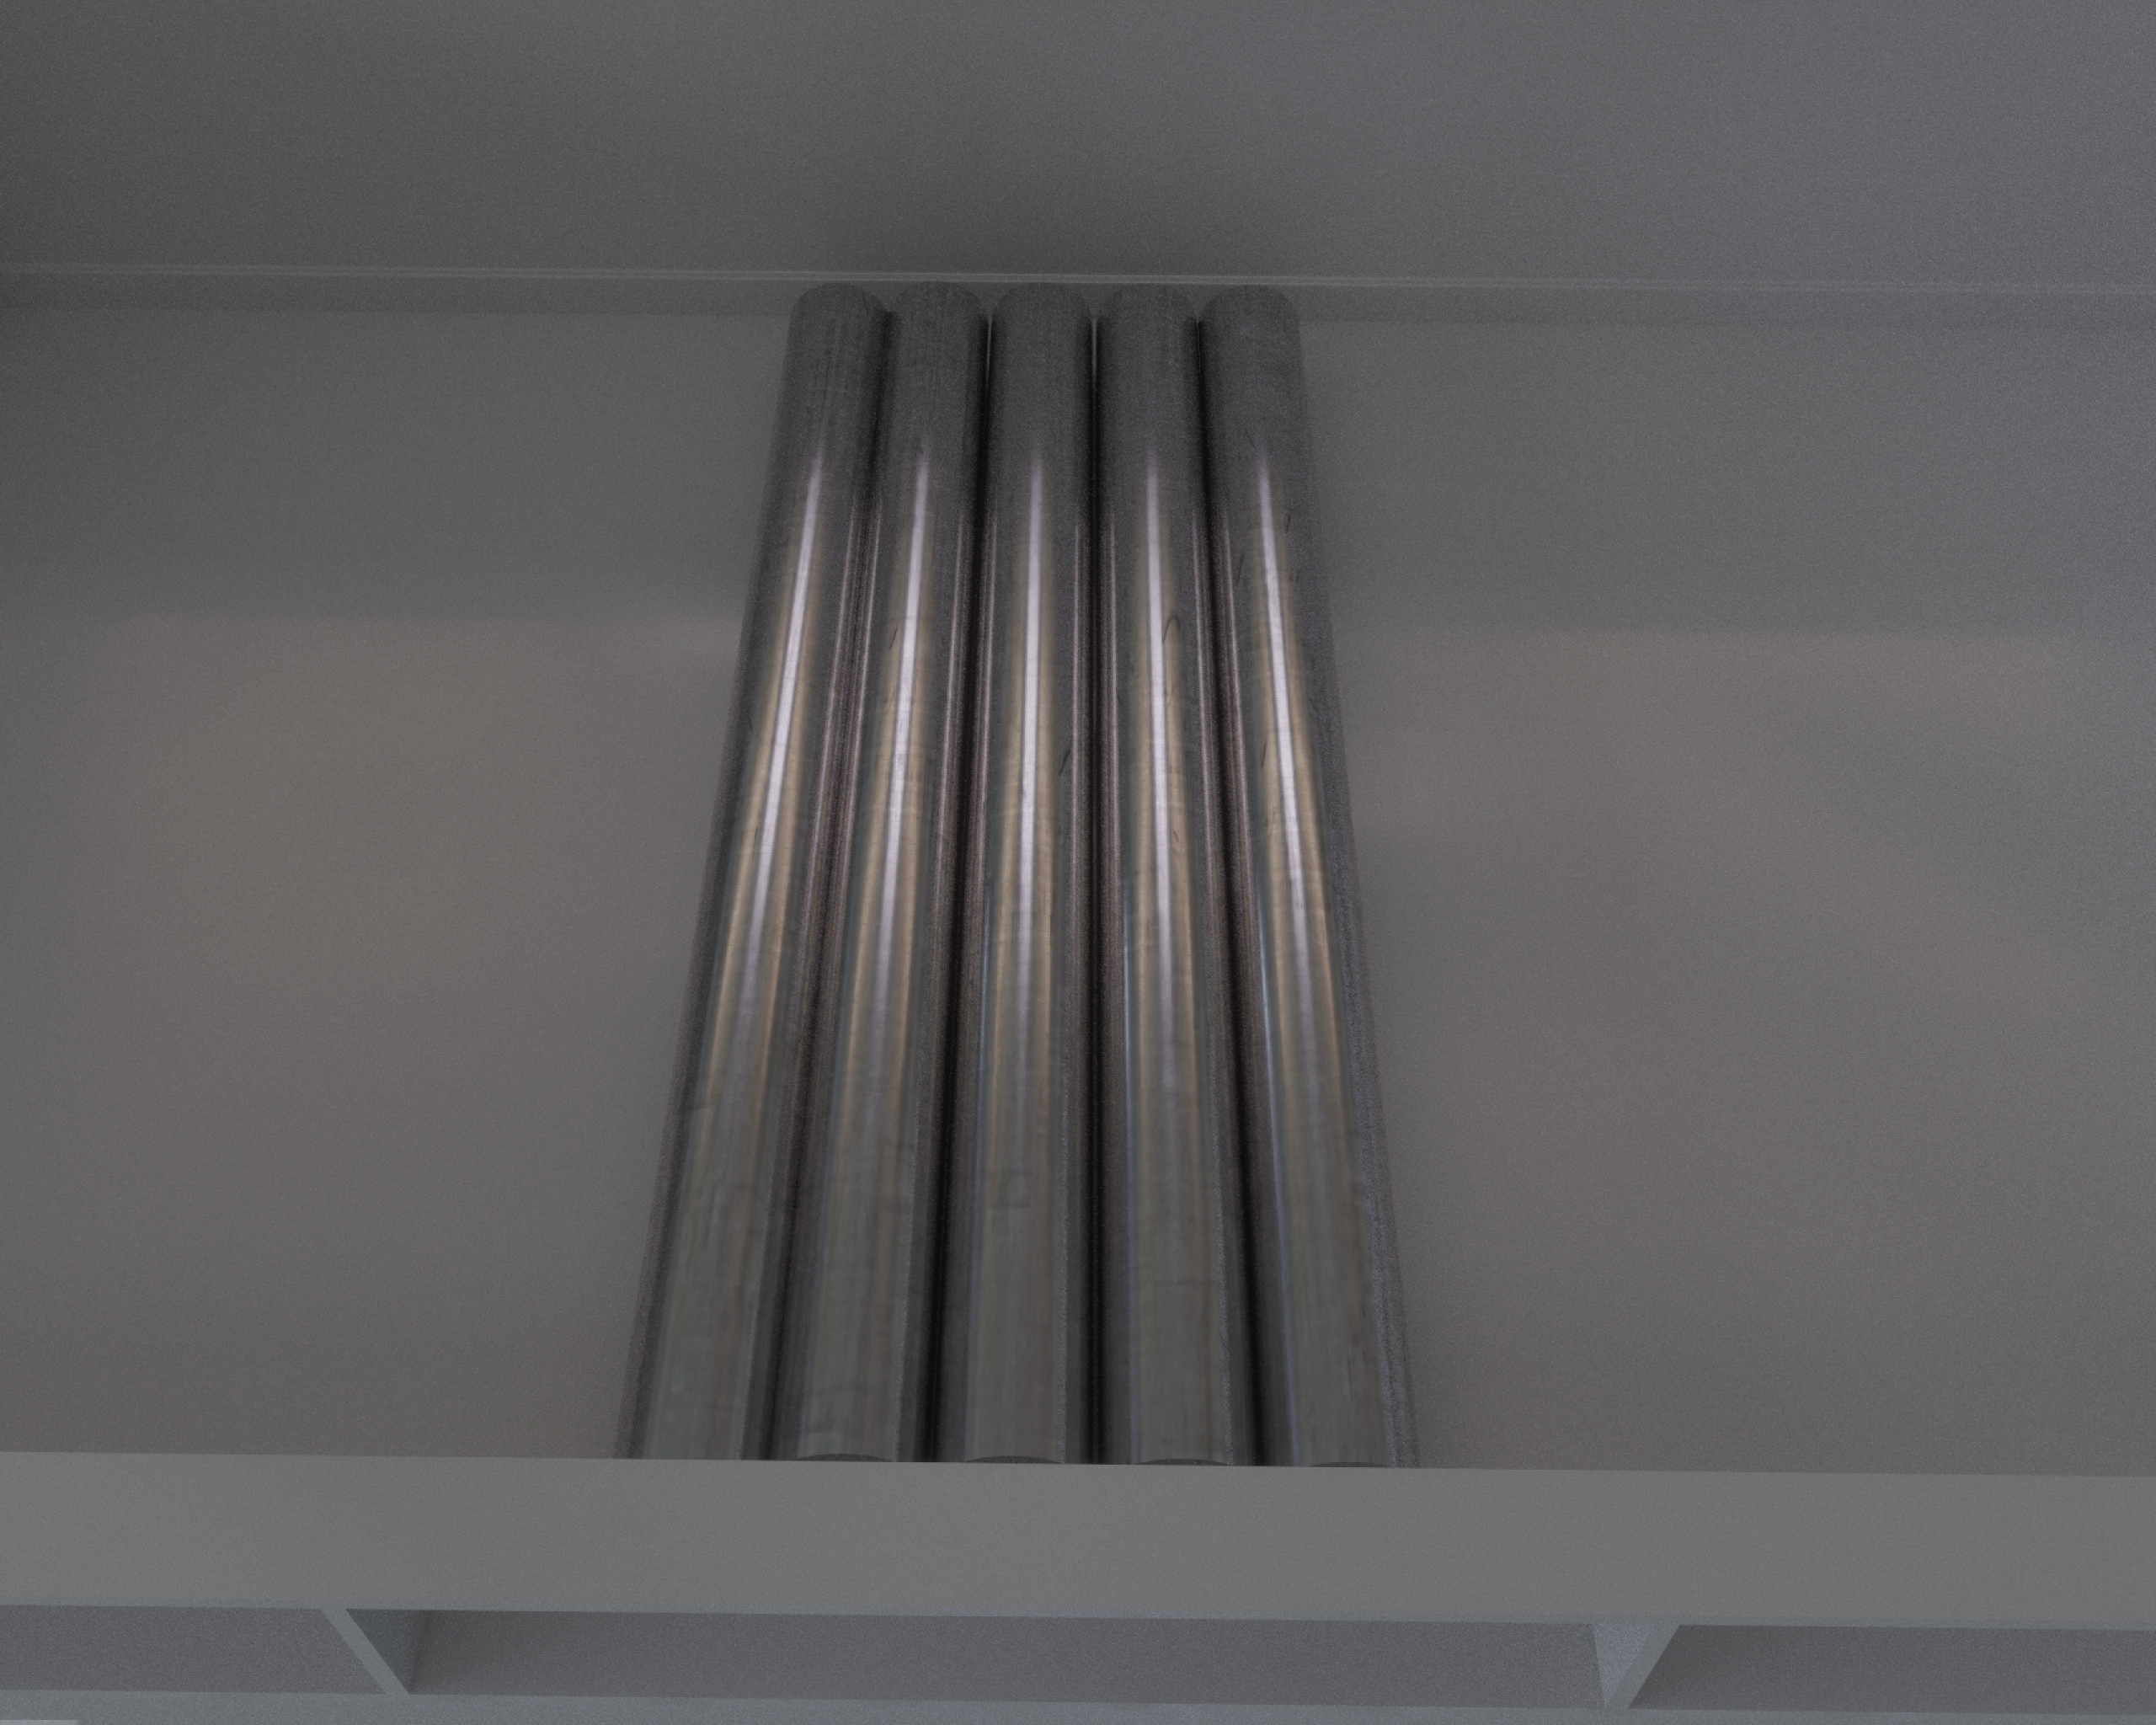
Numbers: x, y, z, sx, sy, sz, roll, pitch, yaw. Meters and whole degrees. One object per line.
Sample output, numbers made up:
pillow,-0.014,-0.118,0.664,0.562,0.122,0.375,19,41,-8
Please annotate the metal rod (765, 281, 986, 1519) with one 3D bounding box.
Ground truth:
metal rod,-0.035,-0.018,0.418,0.025,0.025,0.300,0,50,0

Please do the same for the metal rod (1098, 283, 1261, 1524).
metal rod,0.016,-0.018,0.418,0.025,0.025,0.300,0,50,0

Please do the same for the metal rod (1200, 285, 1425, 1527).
metal rod,0.041,-0.017,0.418,0.025,0.025,0.300,0,50,0

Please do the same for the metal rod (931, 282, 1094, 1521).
metal rod,-0.009,-0.018,0.418,0.025,0.025,0.300,0,50,0

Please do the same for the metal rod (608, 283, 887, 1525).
metal rod,-0.059,-0.018,0.418,0.025,0.025,0.300,0,50,0
